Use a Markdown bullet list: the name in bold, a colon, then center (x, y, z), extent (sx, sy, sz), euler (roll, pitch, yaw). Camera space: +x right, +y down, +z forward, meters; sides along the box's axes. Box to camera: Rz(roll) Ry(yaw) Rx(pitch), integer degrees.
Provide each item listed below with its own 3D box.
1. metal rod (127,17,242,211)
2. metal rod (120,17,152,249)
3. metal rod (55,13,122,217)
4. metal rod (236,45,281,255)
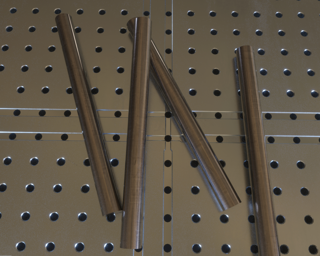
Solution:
- **metal rod**: center (0.025, -0.031, 0.423), extent (0.025, 0.025, 0.299), euler (-24, 72, -9)
- **metal rod**: center (-0.029, -0.005, 0.398), extent (0.025, 0.025, 0.299), euler (2, 75, 0)
- **metal rod**: center (-0.102, -0.031, 0.421), extent (0.025, 0.025, 0.299), euler (-16, 71, -6)
- **metal rod**: center (0.126, 0.026, 0.403), extent (0.025, 0.025, 0.299), euler (0, 70, -1)
